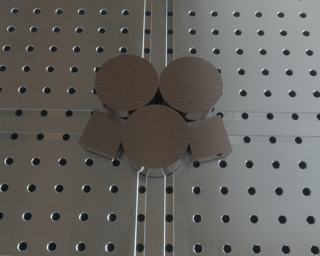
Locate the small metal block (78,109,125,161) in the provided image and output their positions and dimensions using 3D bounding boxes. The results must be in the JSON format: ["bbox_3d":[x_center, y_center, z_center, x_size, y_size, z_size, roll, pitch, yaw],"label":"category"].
[{"bbox_3d":[-0.070,0.009,0.404,0.050,0.025,0.050,20,71,7],"label":"small metal block"}]

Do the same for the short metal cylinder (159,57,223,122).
[{"bbox_3d":[0.039,-0.047,0.412,0.081,0.050,0.080,0,70,0],"label":"short metal cylinder"}]

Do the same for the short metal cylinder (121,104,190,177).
[{"bbox_3d":[-0.005,0.017,0.388,0.081,0.050,0.080,0,70,0],"label":"short metal cylinder"}]

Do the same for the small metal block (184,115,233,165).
[{"bbox_3d":[0.060,0.015,0.403,0.050,0.025,0.050,-13,71,-5],"label":"small metal block"}]

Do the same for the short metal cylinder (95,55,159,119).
[{"bbox_3d":[-0.042,-0.050,0.412,0.081,0.050,0.080,0,70,0],"label":"short metal cylinder"}]
